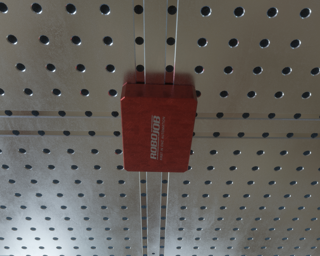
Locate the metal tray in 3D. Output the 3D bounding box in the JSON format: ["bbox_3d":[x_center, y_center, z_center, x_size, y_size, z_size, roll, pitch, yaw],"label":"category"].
[{"bbox_3d":[-0.003,0.005,0.411,0.091,0.030,0.129,1,130,-2],"label":"metal tray"}]
